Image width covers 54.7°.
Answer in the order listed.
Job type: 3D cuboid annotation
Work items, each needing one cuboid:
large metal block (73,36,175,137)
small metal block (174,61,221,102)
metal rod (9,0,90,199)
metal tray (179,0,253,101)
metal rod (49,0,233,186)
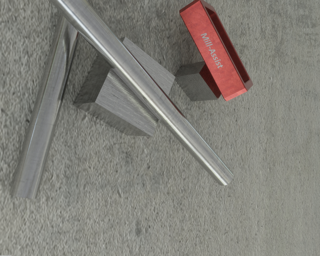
[{"bbox_3d":[-0.039,-0.044,0.357,0.080,0.050,0.080,33,70,-36],"label":"large metal block"},{"bbox_3d":[0.055,-0.065,0.437,0.050,0.050,0.025,48,62,-30],"label":"small metal block"},{"bbox_3d":[-0.101,-0.079,0.321,0.025,0.025,0.299,20,78,-39],"label":"metal rod"},{"bbox_3d":[0.081,-0.106,0.423,0.130,0.030,0.090,62,25,-2],"label":"metal tray"},{"bbox_3d":[-0.001,-0.028,0.340,0.300,0.025,0.025,47,62,-30],"label":"metal rod"}]
